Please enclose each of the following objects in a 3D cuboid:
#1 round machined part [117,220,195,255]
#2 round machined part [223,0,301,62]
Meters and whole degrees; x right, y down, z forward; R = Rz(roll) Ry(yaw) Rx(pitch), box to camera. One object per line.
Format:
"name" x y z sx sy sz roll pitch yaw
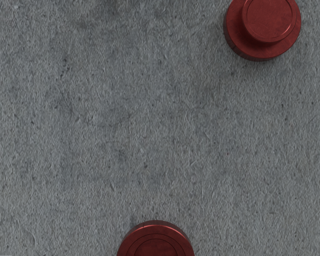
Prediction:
"round machined part" -0.005 0.167 0.401 0.099 0.042 0.097 0 90 0
"round machined part" 0.135 -0.139 0.402 0.099 0.042 0.097 0 90 0
